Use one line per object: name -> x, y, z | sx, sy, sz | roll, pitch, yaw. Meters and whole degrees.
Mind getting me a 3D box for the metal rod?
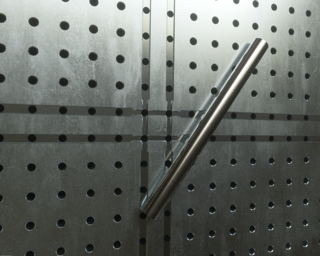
metal rod -> 0.069, -0.006, 0.437 | 0.025, 0.025, 0.300 | 38, 78, -16
